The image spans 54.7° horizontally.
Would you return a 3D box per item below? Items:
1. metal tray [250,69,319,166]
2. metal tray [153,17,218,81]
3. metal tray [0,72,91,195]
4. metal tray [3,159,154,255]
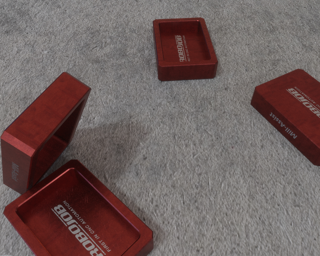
[{"bbox_3d":[0.200,-0.020,0.418,0.091,0.030,0.130,-23,54,-19],"label":"metal tray"},{"bbox_3d":[0.037,-0.133,0.511,0.091,0.030,0.130,-3,50,-3],"label":"metal tray"},{"bbox_3d":[-0.121,0.011,0.324,0.030,0.129,0.090,34,54,-5],"label":"metal tray"},{"bbox_3d":[-0.082,0.101,0.314,0.130,0.030,0.090,37,59,26],"label":"metal tray"}]
